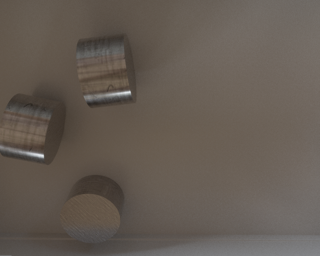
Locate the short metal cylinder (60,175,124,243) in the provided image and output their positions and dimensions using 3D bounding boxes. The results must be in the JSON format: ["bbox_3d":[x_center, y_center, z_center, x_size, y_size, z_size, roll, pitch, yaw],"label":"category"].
[{"bbox_3d":[-0.094,0.114,0.439,0.081,0.050,0.079,0,110,0],"label":"short metal cylinder"}]

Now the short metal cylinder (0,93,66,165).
[{"bbox_3d":[-0.154,0.002,0.381,0.050,0.080,0.079,12,110,-4],"label":"short metal cylinder"}]

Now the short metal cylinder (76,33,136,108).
[{"bbox_3d":[-0.059,-0.065,0.357,0.050,0.080,0.079,-7,110,2],"label":"short metal cylinder"}]
